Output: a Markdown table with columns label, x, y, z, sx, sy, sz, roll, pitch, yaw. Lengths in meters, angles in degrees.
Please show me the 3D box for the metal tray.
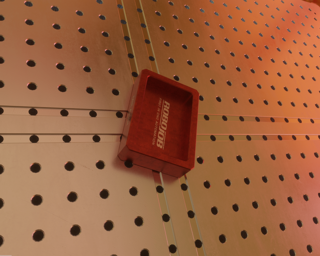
| label | x | y | z | sx | sy | sz | roll | pitch | yaw |
| --- | --- | --- | --- | --- | --- | --- | --- | --- | --- |
| metal tray | 0.003 | -0.009 | 0.411 | 0.090 | 0.030 | 0.130 | 20 | 54 | -17 |
